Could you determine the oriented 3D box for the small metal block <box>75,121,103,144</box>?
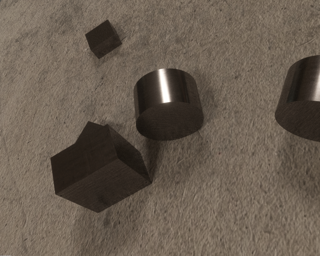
[{"bbox_3d":[-0.089,0.023,0.435,0.050,0.025,0.050,16,70,34],"label":"small metal block"}]

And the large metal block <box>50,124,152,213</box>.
[{"bbox_3d":[-0.069,0.052,0.371,0.080,0.080,0.050,-30,52,8],"label":"large metal block"}]

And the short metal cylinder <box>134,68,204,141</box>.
[{"bbox_3d":[0.009,-0.026,0.379,0.080,0.080,0.050,-19,55,17],"label":"short metal cylinder"}]

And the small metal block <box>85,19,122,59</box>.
[{"bbox_3d":[-0.101,-0.158,0.552,0.050,0.025,0.050,-31,52,7],"label":"small metal block"}]

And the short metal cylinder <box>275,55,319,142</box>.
[{"bbox_3d":[0.159,-0.026,0.301,0.080,0.080,0.050,11,68,32],"label":"short metal cylinder"}]
